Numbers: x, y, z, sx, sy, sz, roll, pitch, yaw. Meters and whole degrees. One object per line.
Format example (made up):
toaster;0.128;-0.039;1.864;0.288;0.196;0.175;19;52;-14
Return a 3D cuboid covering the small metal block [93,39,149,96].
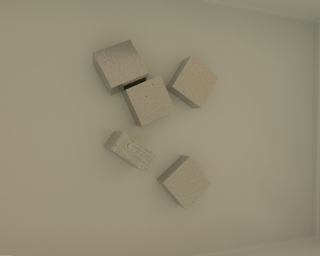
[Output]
small metal block;-0.049;-0.075;0.385;0.050;0.025;0.050;-26;80;-18

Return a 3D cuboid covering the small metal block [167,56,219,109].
small metal block;0.044;-0.062;0.428;0.050;0.025;0.050;34;79;-17

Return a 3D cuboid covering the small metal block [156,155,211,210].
small metal block;0.033;0.073;0.424;0.050;0.025;0.050;-42;104;-15

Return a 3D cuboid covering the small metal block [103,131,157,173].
small metal block;-0.038;0.028;0.384;0.050;0.050;0.025;37;78;-17

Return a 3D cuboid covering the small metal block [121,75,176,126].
small metal block;-0.015;-0.036;0.406;0.050;0.025;0.050;-27;99;-19
